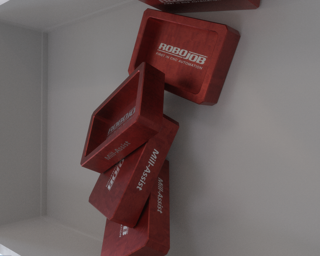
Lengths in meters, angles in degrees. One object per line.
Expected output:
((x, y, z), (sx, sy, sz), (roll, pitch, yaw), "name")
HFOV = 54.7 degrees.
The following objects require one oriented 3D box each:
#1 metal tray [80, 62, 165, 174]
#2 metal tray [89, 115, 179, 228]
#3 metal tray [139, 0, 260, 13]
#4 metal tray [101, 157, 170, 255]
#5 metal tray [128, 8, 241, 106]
((-0.047, -0.009, 0.380), (0.129, 0.030, 0.090), (-36, 38, 40), "metal tray")
((-0.034, 0.044, 0.379), (0.090, 0.030, 0.130), (3, 66, 61), "metal tray")
((0.032, -0.155, 0.337), (0.130, 0.091, 0.030), (14, 99, 39), "metal tray")
((-0.029, 0.102, 0.381), (0.090, 0.030, 0.130), (-41, 30, 31), "metal tray")
((0.023, -0.090, 0.384), (0.130, 0.030, 0.089), (28, 107, 36), "metal tray")
